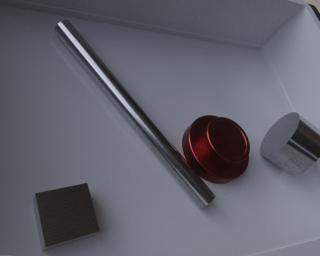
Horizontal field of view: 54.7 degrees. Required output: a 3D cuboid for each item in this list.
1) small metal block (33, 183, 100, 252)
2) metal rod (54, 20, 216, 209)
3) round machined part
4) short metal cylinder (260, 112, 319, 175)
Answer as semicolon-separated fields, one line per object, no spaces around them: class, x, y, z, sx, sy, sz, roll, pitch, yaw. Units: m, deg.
small metal block;-0.093;0.086;0.304;0.050;0.025;0.050;-7;65;-32
metal rod;-0.036;-0.022;0.400;0.025;0.025;0.300;-35;81;-38
round machined part;0.084;0.024;0.427;0.099;0.042;0.098;14;56;-21
short metal cylinder;0.198;0.023;0.466;0.050;0.080;0.080;35;51;-6
